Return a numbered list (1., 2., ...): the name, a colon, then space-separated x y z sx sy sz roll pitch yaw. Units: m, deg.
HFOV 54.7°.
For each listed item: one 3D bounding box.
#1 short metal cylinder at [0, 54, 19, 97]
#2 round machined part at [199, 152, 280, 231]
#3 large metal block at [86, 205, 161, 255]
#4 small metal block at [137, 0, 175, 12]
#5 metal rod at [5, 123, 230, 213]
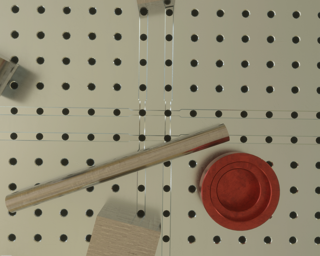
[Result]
1. short metal cylinder: -0.226 -0.077 0.383 0.080 0.080 0.050 31 90 -1
2. round machined part: 0.101 0.079 0.406 0.099 0.042 0.097 0 90 -1
3. large metal block: -0.048 0.155 0.400 0.080 0.050 0.080 15 90 -1
4. small metal block: -0.009 -0.189 0.413 0.050 0.025 0.050 -10 90 -1
5. metal rod: -0.055 0.053 0.412 0.302 0.025 0.025 -18 90 -1
